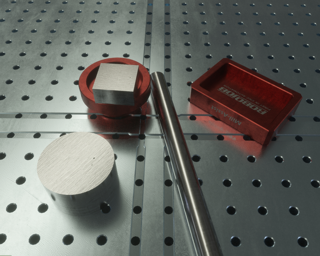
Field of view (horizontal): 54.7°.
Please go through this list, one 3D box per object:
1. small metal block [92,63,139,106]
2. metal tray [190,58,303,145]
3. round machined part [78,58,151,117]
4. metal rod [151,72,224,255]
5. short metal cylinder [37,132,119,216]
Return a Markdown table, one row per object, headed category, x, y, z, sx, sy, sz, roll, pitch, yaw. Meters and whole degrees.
| category | x | y | z | sx | sy | sz | roll | pitch | yaw |
| --- | --- | --- | --- | --- | --- | --- | --- | --- | --- |
| small metal block | -0.055 | -0.057 | 0.400 | 0.050 | 0.025 | 0.050 | 4 | 50 | 3 |
| metal tray | 0.119 | -0.043 | 0.441 | 0.130 | 0.030 | 0.090 | 34 | 57 | 25 |
| round machined part | -0.062 | -0.054 | 0.441 | 0.099 | 0.042 | 0.098 | 0 | 50 | 0 |
| metal rod | 0.025 | 0.036 | 0.377 | 0.025 | 0.025 | 0.300 | -9 | 51 | -8 |
| short metal cylinder | -0.089 | 0.051 | 0.348 | 0.081 | 0.050 | 0.080 | 0 | 50 | 0 |
